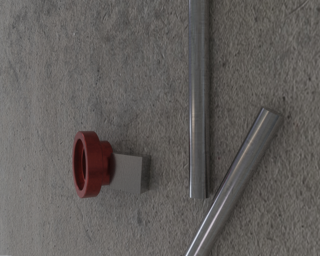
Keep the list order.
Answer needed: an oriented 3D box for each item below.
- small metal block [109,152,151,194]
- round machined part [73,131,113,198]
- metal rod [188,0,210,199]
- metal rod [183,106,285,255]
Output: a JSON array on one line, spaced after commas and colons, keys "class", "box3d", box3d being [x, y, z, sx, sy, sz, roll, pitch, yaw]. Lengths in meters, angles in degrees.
[{"class": "small metal block", "box3d": [-0.042, 0.061, 0.433, 0.050, 0.025, 0.050, 5, 93, 26]}, {"class": "round machined part", "box3d": [-0.099, 0.053, 0.461, 0.098, 0.042, 0.097, 2, 92, 62]}, {"class": "metal rod", "box3d": [0.046, -0.068, 0.366, 0.025, 0.025, 0.298, 0, 90, 40]}, {"class": "metal rod", "box3d": [0.058, 0.114, 0.356, 0.025, 0.025, 0.298, 35, 112, 34]}]
